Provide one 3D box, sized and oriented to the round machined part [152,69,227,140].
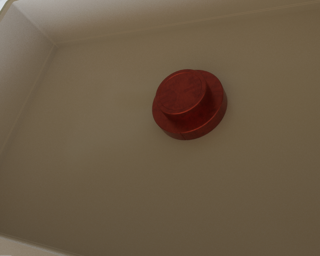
[{"bbox_3d":[0.033,-0.037,0.401,0.098,0.042,0.098,-13,56,21],"label":"round machined part"}]
